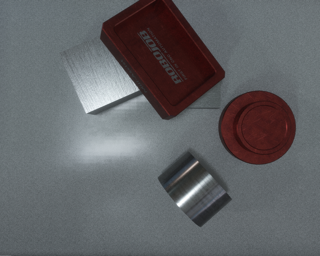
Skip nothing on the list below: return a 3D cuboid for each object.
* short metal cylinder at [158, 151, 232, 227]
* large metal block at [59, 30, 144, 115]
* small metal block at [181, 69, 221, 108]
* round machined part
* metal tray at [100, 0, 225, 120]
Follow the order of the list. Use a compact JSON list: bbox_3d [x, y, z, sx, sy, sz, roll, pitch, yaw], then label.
[{"bbox_3d":[0.043,0.074,0.385,0.050,0.080,0.080,-42,91,0],"label":"short metal cylinder"},{"bbox_3d":[-0.069,-0.070,0.398,0.080,0.050,0.080,-24,90,0],"label":"large metal block"},{"bbox_3d":[0.053,-0.051,0.412,0.050,0.025,0.050,0,90,-1],"label":"small metal block"},{"bbox_3d":[0.130,-0.001,0.405,0.099,0.042,0.097,0,90,-1],"label":"round machined part"},{"bbox_3d":[0.004,-0.086,0.367,0.090,0.030,0.130,-39,95,-16],"label":"metal tray"}]
